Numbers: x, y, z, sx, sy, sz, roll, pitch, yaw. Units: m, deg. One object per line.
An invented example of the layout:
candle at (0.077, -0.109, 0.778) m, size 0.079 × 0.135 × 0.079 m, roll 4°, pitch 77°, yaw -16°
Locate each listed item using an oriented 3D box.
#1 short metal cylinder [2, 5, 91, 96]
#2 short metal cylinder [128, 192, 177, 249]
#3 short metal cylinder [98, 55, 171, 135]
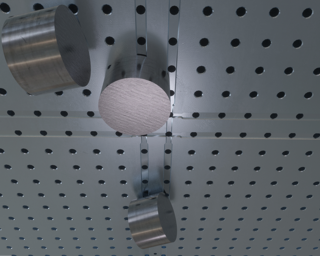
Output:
short metal cylinder at (-0.109, -0.076, 0.310) m, size 0.050 × 0.080 × 0.080 m, roll -10°, pitch 130°, yaw 8°
short metal cylinder at (-0.011, 0.150, 0.503) m, size 0.050 × 0.080 × 0.080 m, roll -19°, pitch 128°, yaw 15°
short metal cylinder at (-0.028, -0.037, 0.363) m, size 0.081 × 0.050 × 0.079 m, roll 0°, pitch 130°, yaw 0°
